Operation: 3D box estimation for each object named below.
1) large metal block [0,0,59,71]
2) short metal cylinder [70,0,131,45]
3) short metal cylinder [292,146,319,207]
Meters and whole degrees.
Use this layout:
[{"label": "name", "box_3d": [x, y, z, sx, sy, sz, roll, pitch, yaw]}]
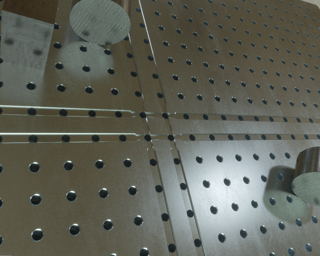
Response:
[{"label": "large metal block", "box_3d": [-0.154, -0.129, 0.369, 0.050, 0.080, 0.080, 10, 57, -23]}, {"label": "short metal cylinder", "box_3d": [-0.080, -0.162, 0.429, 0.081, 0.080, 0.050, 12, 57, -22]}, {"label": "short metal cylinder", "box_3d": [0.242, 0.073, 0.458, 0.080, 0.080, 0.050, 35, 51, -5]}]
